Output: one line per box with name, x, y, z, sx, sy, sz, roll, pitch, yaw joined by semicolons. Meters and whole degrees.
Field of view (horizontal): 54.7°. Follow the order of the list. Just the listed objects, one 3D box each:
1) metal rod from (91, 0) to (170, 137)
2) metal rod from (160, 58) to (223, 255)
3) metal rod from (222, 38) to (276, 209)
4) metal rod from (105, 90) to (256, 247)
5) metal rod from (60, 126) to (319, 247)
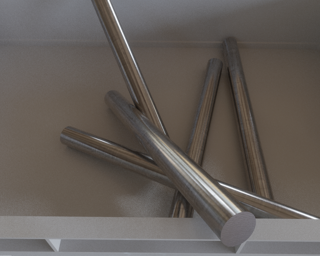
metal rod;-0.050;-0.101;0.410;0.025;0.025;0.299;-20;78;-16
metal rod;0.050;0.011;0.396;0.025;0.025;0.300;11;51;9
metal rod;0.115;-0.028;0.430;0.025;0.025;0.300;1;50;0
metal rod;-0.010;0.009;0.314;0.025;0.025;0.300;-19;27;-16
metal rod;0.011;0.050;0.332;0.301;0.025;0.025;18;52;25
